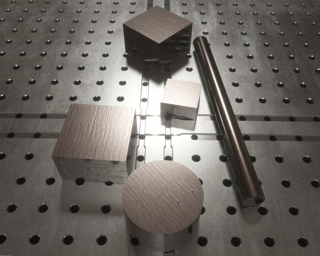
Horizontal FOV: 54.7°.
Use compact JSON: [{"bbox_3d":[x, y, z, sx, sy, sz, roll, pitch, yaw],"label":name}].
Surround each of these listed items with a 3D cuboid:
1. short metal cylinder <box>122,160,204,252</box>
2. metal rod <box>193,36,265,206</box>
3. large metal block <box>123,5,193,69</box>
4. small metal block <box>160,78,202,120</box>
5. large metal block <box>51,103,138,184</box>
[{"bbox_3d":[0.003,0.081,0.324,0.081,0.050,0.080,0,50,0],"label":"short metal cylinder"},{"bbox_3d":[0.086,-0.033,0.436,0.025,0.025,0.300,-5,50,-5],"label":"metal rod"},{"bbox_3d":[-0.004,-0.155,0.521,0.080,0.050,0.080,35,58,25],"label":"large metal block"},{"bbox_3d":[0.030,-0.042,0.443,0.050,0.025,0.050,10,51,7],"label":"small metal block"},{"bbox_3d":[-0.073,0.018,0.375,0.080,0.050,0.080,4,50,2],"label":"large metal block"}]
